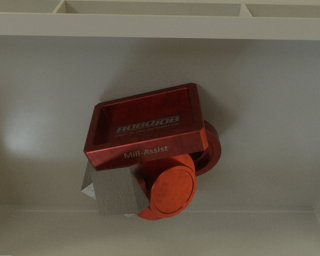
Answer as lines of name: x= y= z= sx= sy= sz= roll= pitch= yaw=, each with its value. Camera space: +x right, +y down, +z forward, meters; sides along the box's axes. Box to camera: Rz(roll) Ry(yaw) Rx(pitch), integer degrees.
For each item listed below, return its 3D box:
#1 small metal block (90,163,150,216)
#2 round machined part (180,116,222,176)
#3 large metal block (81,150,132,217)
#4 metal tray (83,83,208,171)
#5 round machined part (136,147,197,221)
small metal block: x=-0.044 y=0.067 z=0.343 sx=0.050 sy=0.025 sz=0.050 roll=-11 pitch=92 yaw=25
round machined part: x=0.030 y=0.021 z=0.416 sx=0.099 sy=0.042 sz=0.097 roll=-1 pitch=130 yaw=0
large metal block: x=-0.053 y=0.061 z=0.423 sx=0.050 sy=0.080 sz=0.080 roll=-36 pitch=122 yaw=26
metal tray: x=-0.016 y=-0.004 z=0.360 sx=0.131 sy=0.090 sz=0.030 roll=-11 pitch=130 yaw=9
round machined part: x=0.006 y=0.070 z=0.379 sx=0.099 sy=0.042 sz=0.097 roll=-12 pitch=112 yaw=-31
